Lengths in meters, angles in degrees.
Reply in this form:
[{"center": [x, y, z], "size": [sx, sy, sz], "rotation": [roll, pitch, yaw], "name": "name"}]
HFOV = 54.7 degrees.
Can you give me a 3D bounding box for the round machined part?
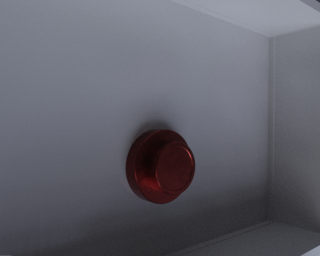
[{"center": [0.008, 0.051, 0.405], "size": [0.099, 0.042, 0.097], "rotation": [0, 90, -40], "name": "round machined part"}]
